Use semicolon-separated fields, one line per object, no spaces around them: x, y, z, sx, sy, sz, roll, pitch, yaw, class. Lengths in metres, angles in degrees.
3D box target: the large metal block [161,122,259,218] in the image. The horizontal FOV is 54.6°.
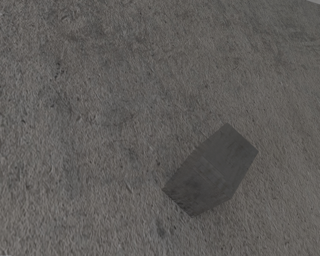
0.059;0.051;0.368;0.050;0.080;0.080;44;51;2;large metal block
